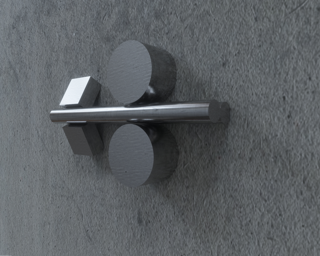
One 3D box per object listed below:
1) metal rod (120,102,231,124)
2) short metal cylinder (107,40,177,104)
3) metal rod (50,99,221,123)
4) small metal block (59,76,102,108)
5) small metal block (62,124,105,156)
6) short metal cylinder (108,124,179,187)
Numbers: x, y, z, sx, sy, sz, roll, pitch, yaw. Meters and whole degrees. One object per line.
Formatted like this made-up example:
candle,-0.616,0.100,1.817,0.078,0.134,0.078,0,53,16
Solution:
metal rod,-0.042,-0.018,0.441,0.300,0.025,0.025,1,91,40
short metal cylinder,-0.024,-0.071,0.410,0.080,0.050,0.079,0,90,40
metal rod,-0.058,-0.019,0.422,0.300,0.025,0.025,1,90,40
small metal block,-0.128,-0.054,0.500,0.050,0.025,0.050,0,63,40
small metal block,-0.122,0.016,0.494,0.050,0.025,0.050,1,117,39
short metal cylinder,-0.022,0.034,0.408,0.080,0.050,0.079,0,90,40
